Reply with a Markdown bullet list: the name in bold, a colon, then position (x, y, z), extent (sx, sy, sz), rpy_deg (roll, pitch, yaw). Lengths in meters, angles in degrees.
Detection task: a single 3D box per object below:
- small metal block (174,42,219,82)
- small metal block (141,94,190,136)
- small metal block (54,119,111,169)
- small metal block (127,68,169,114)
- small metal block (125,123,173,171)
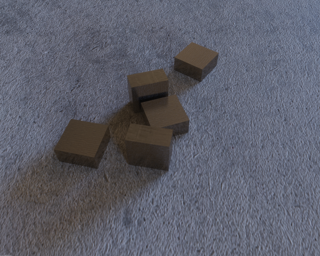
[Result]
- **small metal block**: position (0.058, -0.106, 0.492), extent (0.050, 0.025, 0.050), rpy_deg (29, 56, 22)
- **small metal block**: position (0.006, -0.014, 0.415), extent (0.050, 0.025, 0.050), rpy_deg (-15, 52, -12)
- **small metal block**: position (-0.095, 0.019, 0.386), extent (0.050, 0.025, 0.050), rpy_deg (10, 51, 8)
- **small metal block**: position (-0.016, -0.051, 0.429), extent (0.050, 0.050, 0.025), rpy_deg (-13, 52, -11)
- **small metal block**: position (-0.012, 0.023, 0.367), extent (0.050, 0.050, 0.025), rpy_deg (8, 51, 7)
